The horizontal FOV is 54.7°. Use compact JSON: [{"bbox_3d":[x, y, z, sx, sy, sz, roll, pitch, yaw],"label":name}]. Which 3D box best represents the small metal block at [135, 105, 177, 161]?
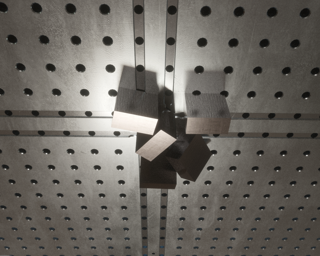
[{"bbox_3d":[-0.005,0.007,0.401,0.025,0.050,0.050,33,123,-25],"label":"small metal block"}]

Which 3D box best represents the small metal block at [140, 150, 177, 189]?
[{"bbox_3d":[-0.003,0.059,0.442,0.050,0.050,0.025,3,152,-3],"label":"small metal block"}]

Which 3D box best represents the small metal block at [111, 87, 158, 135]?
[{"bbox_3d":[-0.030,-0.021,0.377,0.050,0.050,0.025,11,129,-10],"label":"small metal block"}]

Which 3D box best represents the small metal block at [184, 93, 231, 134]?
[{"bbox_3d":[0.056,-0.018,0.381,0.050,0.050,0.025,1,130,-1],"label":"small metal block"}]

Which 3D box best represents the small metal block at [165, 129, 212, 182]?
[{"bbox_3d":[0.040,0.037,0.424,0.025,0.050,0.050,9,144,45],"label":"small metal block"}]
